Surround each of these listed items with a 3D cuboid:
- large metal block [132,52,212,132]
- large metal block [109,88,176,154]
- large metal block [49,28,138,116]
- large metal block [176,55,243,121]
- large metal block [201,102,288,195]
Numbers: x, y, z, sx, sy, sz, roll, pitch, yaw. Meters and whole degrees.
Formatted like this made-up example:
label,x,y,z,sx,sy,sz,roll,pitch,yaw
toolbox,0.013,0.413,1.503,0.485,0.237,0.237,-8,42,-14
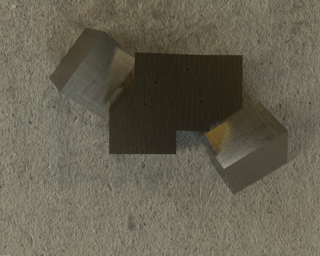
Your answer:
label,x,y,z,sx,sy,sz,roll,pitch,yaw
large metal block,0.013,-0.038,0.347,0.081,0.050,0.079,2,90,-1
large metal block,-0.021,-0.009,0.396,0.081,0.050,0.079,0,90,-1
large metal block,-0.083,-0.071,0.376,0.050,0.080,0.080,36,90,-33
large metal block,0.060,-0.049,0.400,0.081,0.050,0.079,0,90,-1
large metal block,0.105,0.027,0.378,0.080,0.080,0.050,-31,52,0
